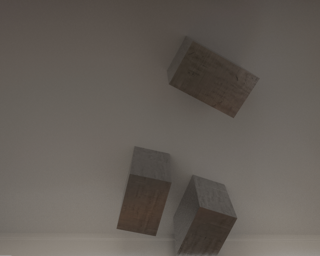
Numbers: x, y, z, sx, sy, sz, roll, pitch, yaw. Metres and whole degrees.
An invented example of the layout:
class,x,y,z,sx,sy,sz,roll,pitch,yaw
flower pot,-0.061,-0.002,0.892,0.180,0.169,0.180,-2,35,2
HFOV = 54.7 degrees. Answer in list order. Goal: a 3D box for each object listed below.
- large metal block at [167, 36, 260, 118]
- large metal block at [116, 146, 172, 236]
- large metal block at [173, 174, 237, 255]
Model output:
class,x,y,z,sx,sy,sz,roll,pitch,yaw
large metal block,0.056,-0.063,0.360,0.080,0.080,0.050,26,108,-10
large metal block,-0.020,0.081,0.412,0.050,0.080,0.079,13,110,-5
large metal block,0.058,0.125,0.429,0.050,0.080,0.079,19,109,-7
